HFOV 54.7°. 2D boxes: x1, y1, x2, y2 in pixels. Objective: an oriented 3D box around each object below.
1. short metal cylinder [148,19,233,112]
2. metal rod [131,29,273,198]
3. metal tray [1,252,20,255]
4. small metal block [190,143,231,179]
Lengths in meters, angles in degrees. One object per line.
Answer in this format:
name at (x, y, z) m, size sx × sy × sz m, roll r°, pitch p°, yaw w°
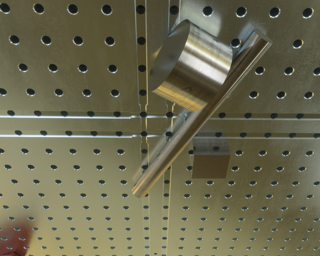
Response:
short metal cylinder at (0.029, -0.063, 0.322) m, size 0.050 × 0.080 × 0.080 m, roll 25°, pitch 126°, yaw -20°
metal rod at (0.038, 0.002, 0.413) m, size 0.025 × 0.025 × 0.298 m, roll 23°, pitch 127°, yaw -18°
metal tray at (-0.351, 0.317, 0.635) m, size 0.130 × 0.090 × 0.030 m, roll -21°, pitch 127°, yaw 17°
small metal block at (0.072, 0.048, 0.453) m, size 0.050 × 0.025 × 0.050 m, roll 0°, pitch 130°, yaw -1°
